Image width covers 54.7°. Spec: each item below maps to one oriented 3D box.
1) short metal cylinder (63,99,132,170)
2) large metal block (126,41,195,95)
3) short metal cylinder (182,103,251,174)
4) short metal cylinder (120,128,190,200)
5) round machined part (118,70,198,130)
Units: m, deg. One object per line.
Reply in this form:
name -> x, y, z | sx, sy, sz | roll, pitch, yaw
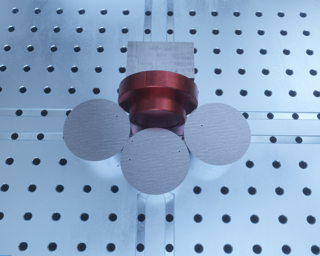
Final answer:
short metal cylinder -> -0.076, 0.009, 0.395 | 0.081, 0.050, 0.080 | 0, 70, 0
large metal block -> 0.001, -0.069, 0.407 | 0.081, 0.080, 0.050 | 1, 70, 0
short metal cylinder -> 0.069, 0.014, 0.394 | 0.081, 0.050, 0.080 | 0, 70, 0
short metal cylinder -> -0.005, 0.045, 0.382 | 0.081, 0.050, 0.080 | 0, 70, 0
round machined part -> -0.003, -0.028, 0.381 | 0.099, 0.098, 0.042 | 2, 70, 0
